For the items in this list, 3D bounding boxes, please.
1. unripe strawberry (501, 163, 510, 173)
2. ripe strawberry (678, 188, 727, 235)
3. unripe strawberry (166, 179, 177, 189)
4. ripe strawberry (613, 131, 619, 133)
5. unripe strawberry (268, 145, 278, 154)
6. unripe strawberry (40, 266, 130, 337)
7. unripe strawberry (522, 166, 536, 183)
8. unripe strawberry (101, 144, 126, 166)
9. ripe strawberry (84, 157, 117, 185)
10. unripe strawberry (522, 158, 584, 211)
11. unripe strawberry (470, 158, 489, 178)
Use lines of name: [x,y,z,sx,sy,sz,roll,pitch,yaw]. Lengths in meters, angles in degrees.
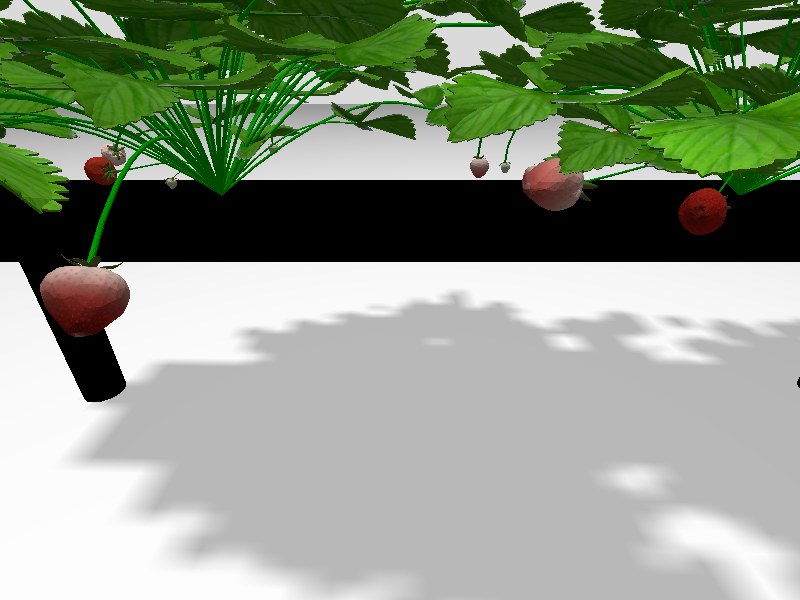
unripe strawberry: [0.115,-0.145,0.439,0.010,0.011,0.011,15,31,27]
ripe strawberry: [0.184,-0.053,0.244,0.027,0.028,0.024,-25,37,-38]
unripe strawberry: [-0.215,-0.110,0.377,0.010,0.010,0.009,15,31,26]
ripe strawberry: [0.261,-0.192,0.501,0.032,0.036,0.034,-5,27,-9]
unripe strawberry: [-0.171,-0.204,0.540,0.013,0.012,0.012,-2,28,-4]
unripe strawberry: [-0.116,0.000,0.148,0.026,0.026,0.023,-5,-21,-9]
unripe strawberry: [0.123,-0.115,0.376,0.019,0.019,0.018,-39,13,27]
unripe strawberry: [-0.342,-0.173,0.478,0.027,0.026,0.024,-8,15,45]
ripe strawberry: [-0.287,-0.123,0.382,0.027,0.026,0.025,9,29,17]
unripe strawberry: [0.109,-0.083,0.291,0.038,0.037,0.042,-8,29,-14]
unripe strawberry: [0.083,-0.138,0.419,0.019,0.020,0.018,11,29,19]
